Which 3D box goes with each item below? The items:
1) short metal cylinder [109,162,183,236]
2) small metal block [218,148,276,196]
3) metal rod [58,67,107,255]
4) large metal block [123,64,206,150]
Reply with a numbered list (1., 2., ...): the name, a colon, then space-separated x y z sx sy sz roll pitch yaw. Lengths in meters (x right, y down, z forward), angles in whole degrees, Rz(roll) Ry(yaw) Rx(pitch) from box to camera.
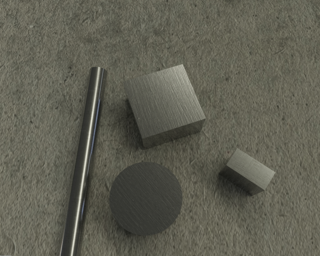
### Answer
1. short metal cylinder: -0.015 0.084 0.364 0.081 0.050 0.080 0 70 0
2. small metal block: 0.103 0.055 0.376 0.050 0.050 0.025 34 74 11
3. metal rod: -0.097 0.060 0.384 0.025 0.025 0.299 4 70 1
4. large metal block: 0.004 -0.027 0.405 0.081 0.050 0.080 -18 71 -7
